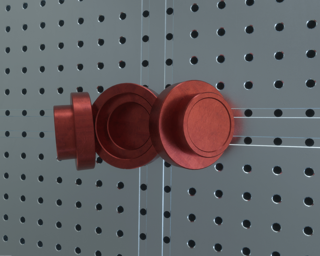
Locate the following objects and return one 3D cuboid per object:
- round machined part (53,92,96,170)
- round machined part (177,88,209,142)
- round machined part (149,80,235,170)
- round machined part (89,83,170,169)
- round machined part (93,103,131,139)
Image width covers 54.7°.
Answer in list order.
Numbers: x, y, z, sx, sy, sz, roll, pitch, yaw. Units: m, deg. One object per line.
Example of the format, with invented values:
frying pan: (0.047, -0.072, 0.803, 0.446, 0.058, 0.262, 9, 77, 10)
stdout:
round machined part: (-0.108, 0.004, 0.386, 0.042, 0.098, 0.097, -5, 88, -18)
round machined part: (0.034, -0.003, 0.391, 0.098, 0.042, 0.097, 0, 90, 19)
round machined part: (0.041, -0.003, 0.334, 0.042, 0.099, 0.097, 0, 90, 60)
round machined part: (-0.032, -0.002, 0.368, 0.098, 0.042, 0.097, 0, 90, 19)
round machined part: (-0.059, -0.003, 0.423, 0.098, 0.042, 0.097, 0, 90, 19)
